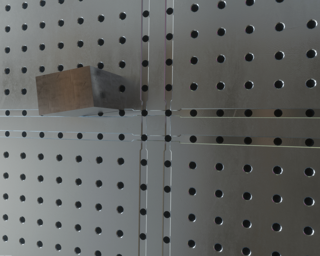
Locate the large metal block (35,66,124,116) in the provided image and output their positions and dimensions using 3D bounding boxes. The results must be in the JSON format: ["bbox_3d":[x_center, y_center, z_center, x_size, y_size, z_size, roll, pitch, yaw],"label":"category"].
[{"bbox_3d":[-0.105,-0.046,0.419,0.080,0.080,0.050,-7,88,19],"label":"large metal block"}]
